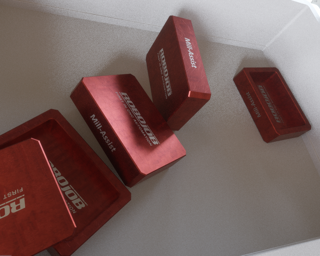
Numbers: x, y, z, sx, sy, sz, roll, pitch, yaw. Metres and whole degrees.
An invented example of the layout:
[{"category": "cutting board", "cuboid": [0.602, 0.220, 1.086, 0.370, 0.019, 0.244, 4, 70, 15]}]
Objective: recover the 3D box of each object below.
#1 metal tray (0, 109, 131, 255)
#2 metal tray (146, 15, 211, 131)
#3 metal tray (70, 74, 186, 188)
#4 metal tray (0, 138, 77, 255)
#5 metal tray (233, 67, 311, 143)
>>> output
[{"category": "metal tray", "cuboid": [-0.104, 0.053, 0.313, 0.130, 0.030, 0.091, 48, 51, 5]}, {"category": "metal tray", "cuboid": [0.019, -0.073, 0.418, 0.030, 0.090, 0.130, 5, 60, -26]}, {"category": "metal tray", "cuboid": [-0.035, -0.004, 0.369, 0.091, 0.030, 0.130, -18, 71, -53]}, {"category": "metal tray", "cuboid": [-0.146, 0.074, 0.250, 0.131, 0.030, 0.090, -23, 79, -19]}, {"category": "metal tray", "cuboid": [0.191, -0.043, 0.531, 0.091, 0.030, 0.130, -7, 65, -31]}]
